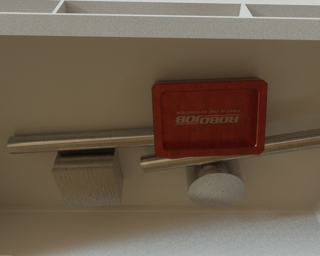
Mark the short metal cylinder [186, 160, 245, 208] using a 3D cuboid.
[{"bbox_3d":[0.080,0.074,0.457,0.081,0.050,0.079,-1,131,0],"label":"short metal cylinder"}]

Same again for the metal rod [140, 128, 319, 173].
[{"bbox_3d":[0.122,0.027,0.412,0.301,0.025,0.025,-10,130,10],"label":"metal rod"}]

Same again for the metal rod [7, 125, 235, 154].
[{"bbox_3d":[-0.053,0.015,0.420,0.302,0.025,0.025,-3,130,2],"label":"metal rod"}]

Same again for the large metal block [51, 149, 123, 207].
[{"bbox_3d":[-0.100,0.069,0.450,0.080,0.050,0.079,-3,130,2],"label":"large metal block"}]

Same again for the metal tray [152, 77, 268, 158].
[{"bbox_3d":[0.058,-0.013,0.373,0.131,0.030,0.089,-2,106,1],"label":"metal tray"}]
